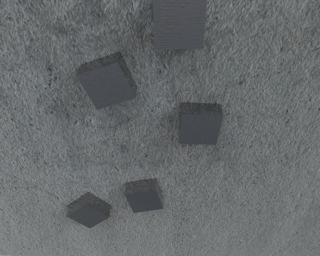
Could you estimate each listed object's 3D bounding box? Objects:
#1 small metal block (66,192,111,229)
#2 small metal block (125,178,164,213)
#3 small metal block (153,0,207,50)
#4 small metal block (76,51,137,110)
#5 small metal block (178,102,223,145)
[{"bbox_3d":[-0.120,0.140,0.525,0.050,0.025,0.050,-35,122,25],"label":"small metal block"},{"bbox_3d":[-0.024,0.109,0.500,0.050,0.025,0.050,-10,130,8],"label":"small metal block"},{"bbox_3d":[0.019,-0.109,0.315,0.050,0.025,0.050,-1,130,0],"label":"small metal block"},{"bbox_3d":[-0.060,-0.054,0.360,0.050,0.025,0.050,-15,129,12],"label":"small metal block"},{"bbox_3d":[0.051,-0.005,0.403,0.050,0.025,0.050,2,130,-2],"label":"small metal block"}]
